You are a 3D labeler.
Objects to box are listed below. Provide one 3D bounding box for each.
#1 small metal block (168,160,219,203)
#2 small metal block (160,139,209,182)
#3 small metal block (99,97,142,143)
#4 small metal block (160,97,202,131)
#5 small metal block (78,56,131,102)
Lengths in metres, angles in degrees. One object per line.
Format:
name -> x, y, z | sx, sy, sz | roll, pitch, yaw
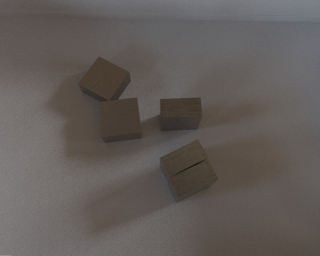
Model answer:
small metal block -> 0.038, 0.065, 0.373 | 0.050, 0.050, 0.025 | -23, 72, -9
small metal block -> 0.028, 0.042, 0.381 | 0.050, 0.050, 0.025 | -26, 73, -9
small metal block -> -0.052, -0.010, 0.413 | 0.050, 0.025, 0.050 | -7, 70, -3
small metal block -> 0.026, -0.017, 0.403 | 0.050, 0.050, 0.025 | -2, 70, -1
small metal block -> -0.076, -0.064, 0.432 | 0.050, 0.025, 0.050 | 29, 72, 9
